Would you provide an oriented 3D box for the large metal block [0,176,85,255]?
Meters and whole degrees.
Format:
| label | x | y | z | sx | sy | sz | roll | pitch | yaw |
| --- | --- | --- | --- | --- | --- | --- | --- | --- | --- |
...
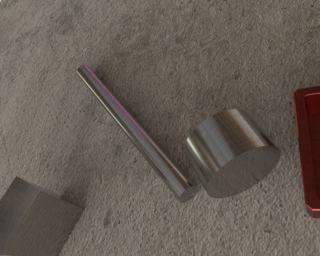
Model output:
| label | x | y | z | sx | sy | sz | roll | pitch | yaw |
| --- | --- | --- | --- | --- | --- | --- | --- | --- | --- |
| large metal block | -0.153 | 0.116 | 0.376 | 0.050 | 0.080 | 0.080 | 17 | 70 | 34 |

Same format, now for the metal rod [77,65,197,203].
| label | x | y | z | sx | sy | sz | roll | pitch | yaw |
| --- | --- | --- | --- | --- | --- | --- | --- | --- | --- |
| metal rod | -0.049 | -0.012 | 0.435 | 0.025 | 0.025 | 0.300 | -42 | 51 | -1 |

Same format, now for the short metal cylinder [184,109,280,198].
| label | x | y | z | sx | sy | sz | roll | pitch | yaw |
| --- | --- | --- | --- | --- | --- | --- | --- | --- | --- |
| short metal cylinder | 0.072 | 0.027 | 0.314 | 0.080 | 0.080 | 0.050 | -33 | 52 | 6 |

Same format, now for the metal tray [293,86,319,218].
| label | x | y | z | sx | sy | sz | roll | pitch | yaw |
| --- | --- | --- | --- | --- | --- | --- | --- | --- | --- |
| metal tray | 0.182 | 0.017 | 0.294 | 0.090 | 0.030 | 0.130 | -7 | 59 | 24 |
